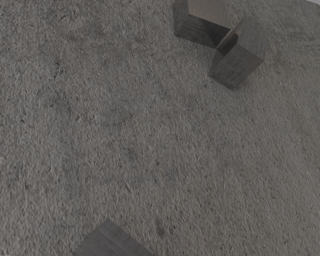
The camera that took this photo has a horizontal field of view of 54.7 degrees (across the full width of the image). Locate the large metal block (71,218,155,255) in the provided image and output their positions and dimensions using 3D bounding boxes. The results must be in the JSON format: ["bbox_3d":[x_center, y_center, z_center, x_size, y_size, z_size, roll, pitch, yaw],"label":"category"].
[{"bbox_3d":[-0.059,0.132,0.257,0.050,0.080,0.080,40,51,-2],"label":"large metal block"}]

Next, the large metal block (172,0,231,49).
[{"bbox_3d":[0.071,-0.196,0.546,0.081,0.050,0.080,12,57,-22],"label":"large metal block"}]

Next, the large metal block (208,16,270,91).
[{"bbox_3d":[0.130,-0.122,0.513,0.050,0.080,0.080,31,52,-9],"label":"large metal block"}]
